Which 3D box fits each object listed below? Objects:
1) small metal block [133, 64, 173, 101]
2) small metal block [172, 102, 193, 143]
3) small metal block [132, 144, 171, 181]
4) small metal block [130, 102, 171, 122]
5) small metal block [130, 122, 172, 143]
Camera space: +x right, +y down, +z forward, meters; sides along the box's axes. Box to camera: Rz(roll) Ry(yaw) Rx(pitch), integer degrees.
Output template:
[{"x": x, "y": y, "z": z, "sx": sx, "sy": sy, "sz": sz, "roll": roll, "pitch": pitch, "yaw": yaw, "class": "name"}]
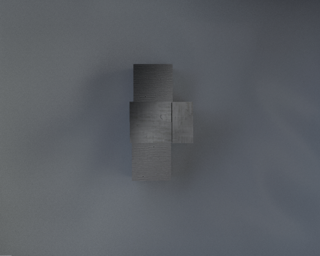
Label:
[{"x": -0.009, "y": -0.057, "z": 0.409, "sx": 0.050, "sy": 0.025, "sz": 0.050, "roll": 0, "pitch": 90, "yaw": 0, "class": "small metal block"}, {"x": 0.027, "y": -0.007, "z": 0.397, "sx": 0.025, "sy": 0.050, "sz": 0.050, "roll": 0, "pitch": 90, "yaw": 0, "class": "small metal block"}, {"x": -0.011, "y": 0.043, "z": 0.409, "sx": 0.050, "sy": 0.025, "sz": 0.050, "roll": 0, "pitch": 90, "yaw": 0, "class": "small metal block"}, {"x": -0.011, "y": -0.019, "z": 0.397, "sx": 0.050, "sy": 0.050, "sz": 0.025, "roll": 0, "pitch": 90, "yaw": 0, "class": "small metal block"}, {"x": -0.011, "y": 0.005, "z": 0.397, "sx": 0.050, "sy": 0.050, "sz": 0.025, "roll": 0, "pitch": 90, "yaw": 0, "class": "small metal block"}]
